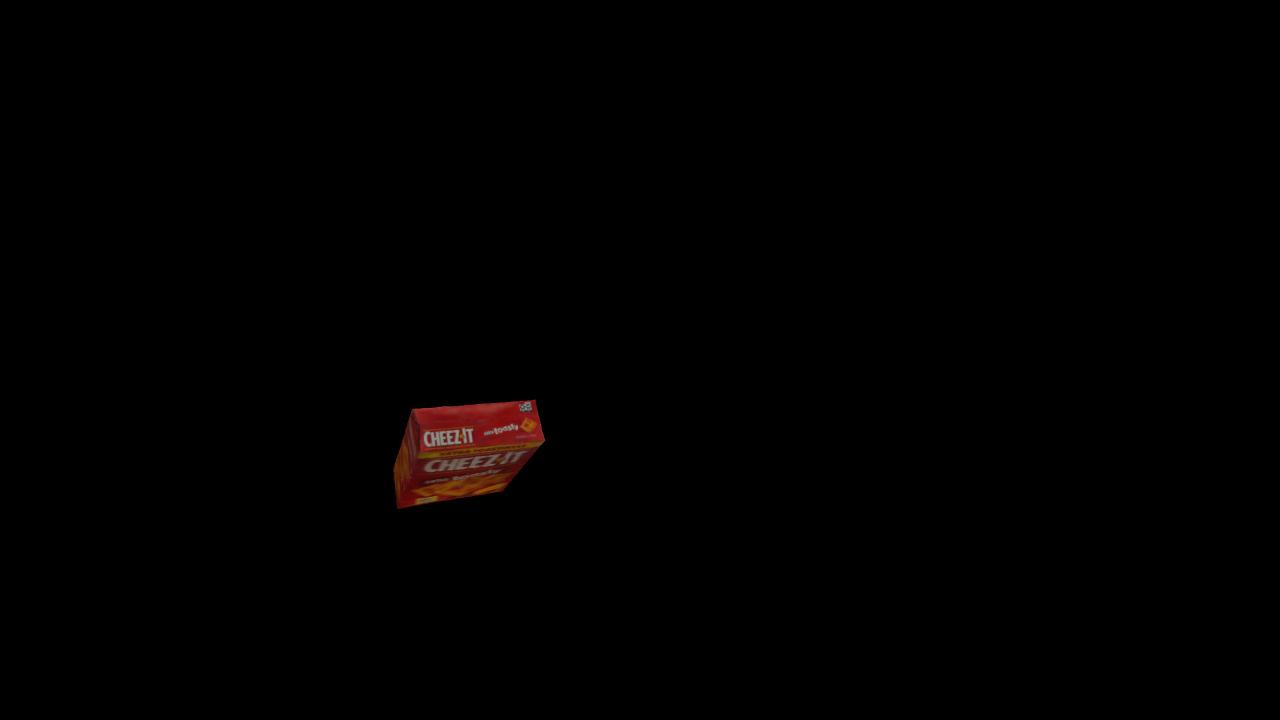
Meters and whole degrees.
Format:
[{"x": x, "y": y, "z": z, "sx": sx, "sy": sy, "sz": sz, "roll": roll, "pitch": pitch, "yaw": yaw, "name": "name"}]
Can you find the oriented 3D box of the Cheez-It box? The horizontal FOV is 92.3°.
[{"x": -0.249, "y": 0.135, "z": 0.873, "sx": 0.166, "sy": 0.071, "sz": 0.223, "roll": -3, "pitch": -27, "yaw": -31, "name": "Cheez-It box"}]
